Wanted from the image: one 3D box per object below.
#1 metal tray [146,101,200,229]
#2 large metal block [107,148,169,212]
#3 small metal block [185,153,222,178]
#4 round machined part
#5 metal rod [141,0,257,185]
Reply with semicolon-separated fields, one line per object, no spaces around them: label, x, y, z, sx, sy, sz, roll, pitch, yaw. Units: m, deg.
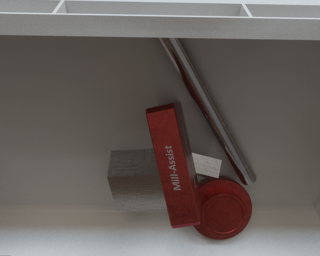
metal tray;0.019;0.036;0.359;0.030;0.090;0.129;-12;95;9
large metal block;-0.028;0.077;0.458;0.080;0.050;0.079;-3;130;2
small metal block;0.051;0.053;0.437;0.050;0.025;0.050;15;169;-13
round machined part;0.094;0.126;0.476;0.099;0.042;0.097;0;95;-2
metal rod;0.064;-0.022;0.391;0.025;0.025;0.300;-23;127;18
